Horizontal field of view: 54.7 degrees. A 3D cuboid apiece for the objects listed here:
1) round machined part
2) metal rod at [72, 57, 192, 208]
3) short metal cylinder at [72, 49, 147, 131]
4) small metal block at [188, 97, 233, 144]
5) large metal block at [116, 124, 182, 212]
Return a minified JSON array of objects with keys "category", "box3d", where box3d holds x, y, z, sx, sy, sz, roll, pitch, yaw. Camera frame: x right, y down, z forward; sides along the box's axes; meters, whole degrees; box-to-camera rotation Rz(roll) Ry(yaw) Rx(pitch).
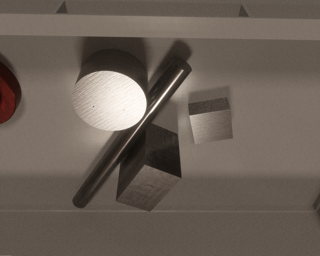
[{"category":"round machined part","box3d":[-0.220,-0.038,0.362,0.099,0.042,0.097,-1,130,0]},{"category":"metal rod","box3d":[-0.053,0.025,0.427,0.025,0.025,0.298,25,126,-20]},{"category":"short metal cylinder","box3d":[-0.055,-0.043,0.355,0.081,0.050,0.079,0,130,0]},{"category":"small metal block","box3d":[0.066,-0.009,0.403,0.050,0.025,0.050,-9,130,7]},{"category":"large metal block","box3d":[-0.016,0.052,0.417,0.050,0.080,0.080,23,126,-19]}]
